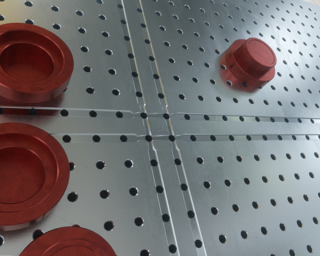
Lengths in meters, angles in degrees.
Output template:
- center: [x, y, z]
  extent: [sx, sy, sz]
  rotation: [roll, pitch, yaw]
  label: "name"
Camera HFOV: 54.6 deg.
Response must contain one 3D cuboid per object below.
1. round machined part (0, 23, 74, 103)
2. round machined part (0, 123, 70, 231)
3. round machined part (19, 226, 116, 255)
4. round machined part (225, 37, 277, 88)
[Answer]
- center: [-0.153, -0.070, 0.357]
  extent: [0.099, 0.042, 0.098]
  rotation: [13, 56, -21]
  label: "round machined part"
- center: [-0.139, 0.047, 0.293]
  extent: [0.099, 0.042, 0.098]
  rotation: [13, 56, -21]
  label: "round machined part"
- center: [-0.080, 0.136, 0.271]
  extent: [0.099, 0.042, 0.098]
  rotation: [13, 56, -21]
  label: "round machined part"
- center: [0.172, -0.125, 0.565]
  extent: [0.099, 0.042, 0.098]
  rotation: [13, 56, -21]
  label: "round machined part"
